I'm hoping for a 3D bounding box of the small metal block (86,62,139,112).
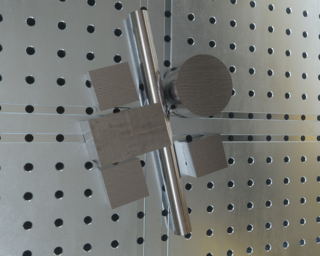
[{"bbox_3d":[-0.060,-0.051,0.391,0.050,0.025,0.050,-19,97,-19],"label":"small metal block"}]

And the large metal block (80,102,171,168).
[{"bbox_3d":[-0.044,0.006,0.366,0.081,0.080,0.050,-16,96,-20],"label":"large metal block"}]

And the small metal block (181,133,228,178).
[{"bbox_3d":[0.063,0.037,0.437,0.050,0.025,0.050,-16,96,-20],"label":"small metal block"}]

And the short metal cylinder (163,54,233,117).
[{"bbox_3d":[0.049,-0.055,0.418,0.081,0.050,0.079,0,90,-21],"label":"short metal cylinder"}]

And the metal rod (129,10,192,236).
[{"bbox_3d":[0.002,-0.004,0.414,0.025,0.025,0.298,-13,95,-20],"label":"metal rod"}]

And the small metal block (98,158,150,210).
[{"bbox_3d":[-0.047,0.069,0.396,0.050,0.025,0.050,-17,96,-20],"label":"small metal block"}]
